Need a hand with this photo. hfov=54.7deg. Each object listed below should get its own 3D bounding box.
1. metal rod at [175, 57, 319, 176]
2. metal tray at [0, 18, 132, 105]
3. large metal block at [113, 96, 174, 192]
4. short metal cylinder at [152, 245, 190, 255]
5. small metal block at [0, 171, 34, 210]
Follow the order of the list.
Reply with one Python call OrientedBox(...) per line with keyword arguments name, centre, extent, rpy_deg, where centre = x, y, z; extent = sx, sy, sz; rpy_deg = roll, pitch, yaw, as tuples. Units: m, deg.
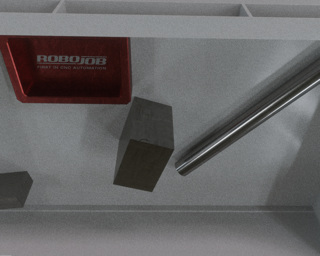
OrientedBox(name="metal rod", centre=(0.133, -0.023, 0.391), extent=(0.025, 0.025, 0.299), rpy_deg=(35, 122, -26))
OrientedBox(name="metal tray", centre=(-0.098, -0.071, 0.343), extent=(0.131, 0.030, 0.089), rpy_deg=(1, 130, -1))
OrientedBox(name="large metal block", centre=(-0.021, 0.020, 0.390), extent=(0.050, 0.080, 0.079), rpy_deg=(14, 129, -12))
OrientedBox(name="short metal cylinder", centre=(0.023, 0.286, 0.639), extent=(0.081, 0.050, 0.079), rpy_deg=(0, 130, 0))
OrientedBox(name="small metal block", centre=(-0.229, 0.095, 0.470), extent=(0.050, 0.050, 0.025), rpy_deg=(-6, 130, 4))
